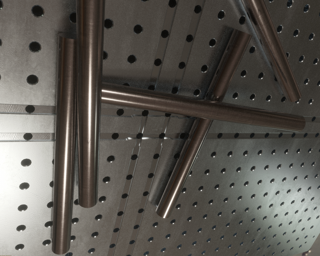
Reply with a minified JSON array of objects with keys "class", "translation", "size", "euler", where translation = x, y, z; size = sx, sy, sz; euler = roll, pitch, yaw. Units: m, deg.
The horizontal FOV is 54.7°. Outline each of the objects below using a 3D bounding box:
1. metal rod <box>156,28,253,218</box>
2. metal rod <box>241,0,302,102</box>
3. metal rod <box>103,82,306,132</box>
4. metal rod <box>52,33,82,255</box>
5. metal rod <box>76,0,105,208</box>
[{"class":"metal rod","translation":[0.056,0.007,0.447],"size":[0.025,0.025,0.298],"euler":[8,115,-32]},{"class":"metal rod","translation":[0.135,-0.134,0.403],"size":[0.025,0.025,0.300],"euler":[-43,130,1]},{"class":"metal rod","translation":[0.067,-0.024,0.404],"size":[0.302,0.025,0.025],"euler":[7,115,-22]},{"class":"metal rod","translation":[-0.114,0.039,0.373],"size":[0.025,0.025,0.298],"euler":[-3,120,-27]},{"class":"metal rod","translation":[-0.075,-0.027,0.329],"size":[0.025,0.025,0.298],"euler":[-8,127,-25]}]
